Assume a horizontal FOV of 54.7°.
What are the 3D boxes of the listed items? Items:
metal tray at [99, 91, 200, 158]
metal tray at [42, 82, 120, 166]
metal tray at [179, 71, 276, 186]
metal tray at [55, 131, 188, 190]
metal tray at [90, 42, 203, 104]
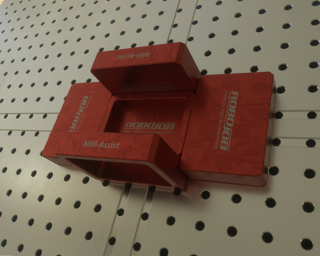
[{"bbox_3d":[-0.017,-0.001,0.410,0.130,0.030,0.090,1,62,28],"label":"metal tray"},{"bbox_3d":[-0.113,-0.008,0.467,0.090,0.030,0.130,1,62,28],"label":"metal tray"},{"bbox_3d":[0.081,-0.003,0.361,0.090,0.030,0.130,2,62,27],"label":"metal tray"},{"bbox_3d":[-0.044,0.038,0.363,0.130,0.090,0.030,1,63,28],"label":"metal tray"},{"bbox_3d":[-0.014,-0.067,0.414,0.130,0.090,0.030,1,63,28],"label":"metal tray"}]
